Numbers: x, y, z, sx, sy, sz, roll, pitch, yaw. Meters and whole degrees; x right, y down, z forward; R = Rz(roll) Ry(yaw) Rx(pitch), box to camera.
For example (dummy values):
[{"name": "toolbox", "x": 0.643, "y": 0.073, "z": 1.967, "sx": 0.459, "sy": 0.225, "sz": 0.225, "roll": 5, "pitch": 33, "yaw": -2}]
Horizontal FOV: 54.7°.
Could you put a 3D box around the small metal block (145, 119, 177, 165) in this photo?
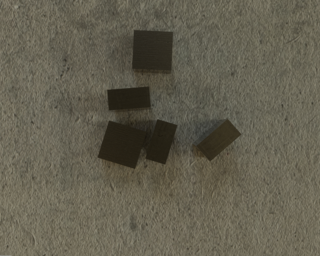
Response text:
[{"name": "small metal block", "x": 0.002, "y": 0.016, "z": 0.397, "sx": 0.025, "sy": 0.050, "sz": 0.050, "roll": 17, "pitch": 90, "yaw": 0}]

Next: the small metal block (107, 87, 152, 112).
[{"name": "small metal block", "x": -0.037, "y": -0.036, "z": 0.397, "sx": 0.050, "sy": 0.050, "sz": 0.025, "roll": -5, "pitch": 90, "yaw": 0}]

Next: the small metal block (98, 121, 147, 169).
[{"name": "small metal block", "x": -0.049, "y": 0.021, "z": 0.409, "sx": 0.050, "sy": 0.025, "sz": 0.050, "roll": 17, "pitch": 90, "yaw": 0}]

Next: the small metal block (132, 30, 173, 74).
[{"name": "small metal block", "x": -0.009, "y": -0.100, "z": 0.410, "sx": 0.050, "sy": 0.025, "sz": 0.050, "roll": 3, "pitch": 90, "yaw": 0}]

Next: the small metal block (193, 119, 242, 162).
[{"name": "small metal block", "x": 0.071, "y": 0.015, "z": 0.398, "sx": 0.050, "sy": 0.050, "sz": 0.025, "roll": -41, "pitch": 90, "yaw": 0}]
